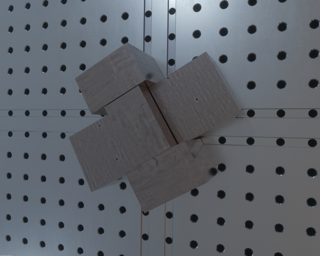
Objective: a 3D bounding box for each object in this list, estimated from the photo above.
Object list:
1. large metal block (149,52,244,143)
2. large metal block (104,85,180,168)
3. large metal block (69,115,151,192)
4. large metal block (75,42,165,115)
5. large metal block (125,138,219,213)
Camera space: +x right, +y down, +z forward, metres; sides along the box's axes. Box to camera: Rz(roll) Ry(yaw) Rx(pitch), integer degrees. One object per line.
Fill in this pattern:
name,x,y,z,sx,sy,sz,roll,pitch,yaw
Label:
large metal block,0.046,-0.034,0.383,0.080,0.050,0.080,-30,82,17
large metal block,-0.013,-0.002,0.388,0.050,0.080,0.080,-30,80,18
large metal block,-0.064,0.031,0.423,0.080,0.050,0.080,-28,80,18
large metal block,-0.046,-0.057,0.399,0.080,0.080,0.050,-30,80,18
large metal block,0.018,0.055,0.377,0.080,0.080,0.050,-30,80,17
